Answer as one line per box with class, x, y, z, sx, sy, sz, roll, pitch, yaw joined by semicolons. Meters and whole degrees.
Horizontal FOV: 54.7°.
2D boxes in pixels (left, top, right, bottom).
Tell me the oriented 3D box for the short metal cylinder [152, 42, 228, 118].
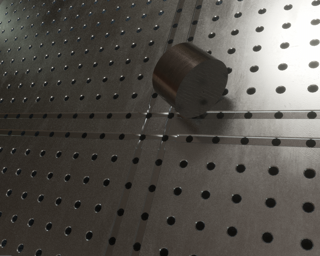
short metal cylinder;0.038;-0.060;0.389;0.080;0.080;0.050;-43;51;-2
